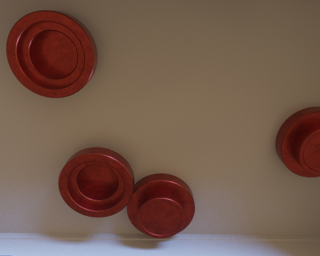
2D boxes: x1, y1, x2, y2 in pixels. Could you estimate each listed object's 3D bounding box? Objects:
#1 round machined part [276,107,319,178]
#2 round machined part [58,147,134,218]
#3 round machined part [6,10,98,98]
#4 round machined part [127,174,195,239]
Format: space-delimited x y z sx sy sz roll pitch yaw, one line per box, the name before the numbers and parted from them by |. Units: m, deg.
round machined part | 0.211 0.024 0.414 0.099 0.042 0.097 0 110 -1
round machined part | -0.084 0.071 0.427 0.099 0.042 0.097 0 110 -1
round machined part | -0.123 -0.088 0.368 0.099 0.042 0.097 0 110 -1
round machined part | 0.002 0.119 0.446 0.099 0.042 0.097 0 110 -1
